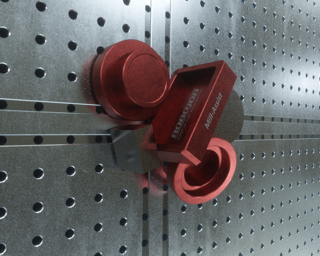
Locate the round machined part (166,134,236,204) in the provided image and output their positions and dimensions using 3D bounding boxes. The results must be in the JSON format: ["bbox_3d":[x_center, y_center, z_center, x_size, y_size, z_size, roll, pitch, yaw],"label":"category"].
[{"bbox_3d":[0.052,0.051,0.422,0.099,0.042,0.097,-12,116,-24],"label":"round machined part"}]

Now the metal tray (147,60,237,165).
[{"bbox_3d":[0.033,-0.021,0.389,0.030,0.090,0.130,40,65,-33],"label":"metal tray"}]

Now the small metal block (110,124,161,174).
[{"bbox_3d":[-0.030,0.023,0.363,0.025,0.050,0.050,-20,103,-38],"label":"small metal block"}]

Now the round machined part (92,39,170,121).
[{"bbox_3d":[-0.027,-0.057,0.370,0.099,0.042,0.097,0,90,-40],"label":"round machined part"}]

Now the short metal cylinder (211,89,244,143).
[{"bbox_3d":[0.078,-0.018,0.453,0.081,0.050,0.079,0,90,-40],"label":"short metal cylinder"}]
